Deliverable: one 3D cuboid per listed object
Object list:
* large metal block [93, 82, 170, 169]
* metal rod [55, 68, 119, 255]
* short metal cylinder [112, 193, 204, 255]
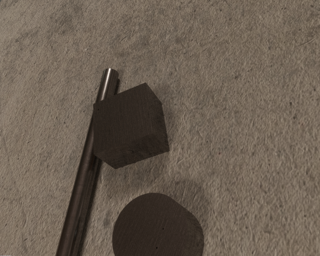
[{"bbox_3d":[-0.039,-0.002,0.408,0.080,0.050,0.080,-20,54,16],"label":"large metal block"},{"bbox_3d":[-0.096,0.043,0.425,0.025,0.025,0.299,-6,59,24],"label":"metal rod"},{"bbox_3d":[-0.001,0.113,0.318,0.080,0.050,0.080,-13,56,20],"label":"short metal cylinder"}]
